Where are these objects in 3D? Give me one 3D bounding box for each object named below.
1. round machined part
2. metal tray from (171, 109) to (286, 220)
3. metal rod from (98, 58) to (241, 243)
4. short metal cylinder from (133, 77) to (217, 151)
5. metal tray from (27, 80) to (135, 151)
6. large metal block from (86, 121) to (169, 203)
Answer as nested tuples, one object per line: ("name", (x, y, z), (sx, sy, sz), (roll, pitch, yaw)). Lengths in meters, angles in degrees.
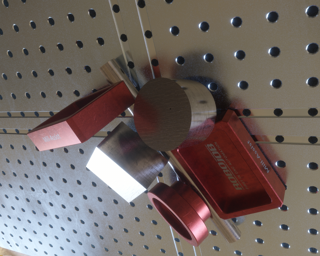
("round machined part", (0.031, 0.112, 0.430), (0.098, 0.042, 0.098), (42, 159, 21))
("metal tray", (0.084, 0.051, 0.390), (0.090, 0.030, 0.130), (-28, 103, 37))
("metal rod", (0.019, 0.038, 0.419), (0.025, 0.025, 0.299), (-28, 103, 37))
("short metal cylinder", (0.016, -0.016, 0.353), (0.080, 0.050, 0.079), (5, 97, 39))
("metal tray", (-0.102, -0.013, 0.392), (0.130, 0.090, 0.030), (-11, 115, 48))
("large metal block", (-0.047, 0.049, 0.422), (0.080, 0.050, 0.080), (41, 147, 0))
